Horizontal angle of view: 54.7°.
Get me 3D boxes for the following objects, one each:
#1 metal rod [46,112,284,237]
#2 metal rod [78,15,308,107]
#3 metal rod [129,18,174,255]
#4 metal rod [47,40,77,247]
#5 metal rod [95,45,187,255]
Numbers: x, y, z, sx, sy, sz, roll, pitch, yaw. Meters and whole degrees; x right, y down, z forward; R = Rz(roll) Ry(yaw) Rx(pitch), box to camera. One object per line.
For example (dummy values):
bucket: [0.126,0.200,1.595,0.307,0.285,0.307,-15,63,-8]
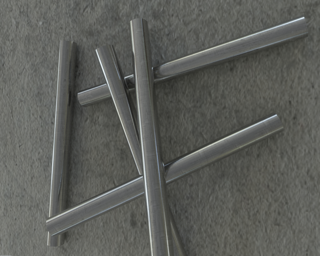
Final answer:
metal rod: [0.002,0.058,0.372,0.301,0.025,0.025,-26,82,4]
metal rod: [0.027,-0.079,0.398,0.301,0.025,0.025,-15,85,19]
metal rod: [-0.012,0.005,0.363,0.025,0.025,0.299,-13,71,19]
metal rod: [-0.145,0.023,0.458,0.025,0.025,0.298,5,91,19]
metal rod: [-0.023,0.038,0.399,0.025,0.025,0.298,-19,90,18]
